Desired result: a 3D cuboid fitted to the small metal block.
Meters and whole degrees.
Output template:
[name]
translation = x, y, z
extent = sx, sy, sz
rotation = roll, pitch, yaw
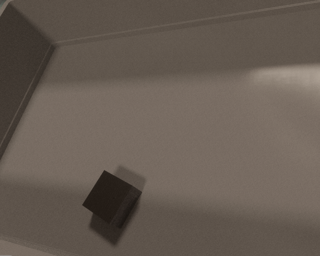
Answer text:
[small metal block]
translation = -0.059, 0.087, 0.382
extent = 0.050, 0.025, 0.050
rotation = 21, 73, 35
